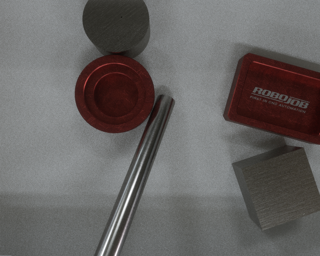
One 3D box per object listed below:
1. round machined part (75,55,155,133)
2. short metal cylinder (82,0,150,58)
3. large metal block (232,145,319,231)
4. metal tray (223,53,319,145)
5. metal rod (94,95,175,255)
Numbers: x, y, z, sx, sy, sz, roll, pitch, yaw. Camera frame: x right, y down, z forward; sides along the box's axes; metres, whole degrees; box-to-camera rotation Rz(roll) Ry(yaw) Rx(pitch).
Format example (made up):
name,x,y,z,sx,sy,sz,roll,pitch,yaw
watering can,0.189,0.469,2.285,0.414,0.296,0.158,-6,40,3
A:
name,x,y,z,sx,sy,sz,roll,pitch,yaw
round machined part,-0.056,-0.042,0.402,0.099,0.042,0.097,0,90,-1
short metal cylinder,-0.053,-0.131,0.398,0.081,0.050,0.079,0,90,-1
large metal block,0.150,0.074,0.401,0.080,0.050,0.080,-19,90,-1
metal tray,0.160,-0.037,0.410,0.131,0.030,0.090,16,90,-1
metal rod,-0.038,0.087,0.343,0.025,0.025,0.300,21,62,0
